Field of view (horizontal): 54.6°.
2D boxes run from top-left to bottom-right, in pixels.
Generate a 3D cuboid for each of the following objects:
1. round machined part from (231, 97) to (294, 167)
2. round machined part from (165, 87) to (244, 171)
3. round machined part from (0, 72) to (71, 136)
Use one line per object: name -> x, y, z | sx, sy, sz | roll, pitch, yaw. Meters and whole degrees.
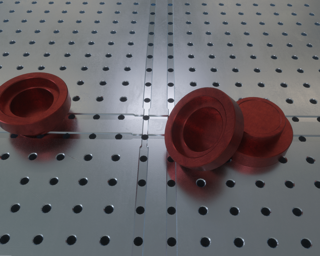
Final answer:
round machined part -> 0.121, -0.002, 0.399 | 0.099, 0.042, 0.098 | 0, 50, 0
round machined part -> 0.056, 0.004, 0.372 | 0.098, 0.042, 0.098 | -19, 60, 36
round machined part -> -0.170, -0.028, 0.420 | 0.099, 0.042, 0.098 | 0, 50, 0
